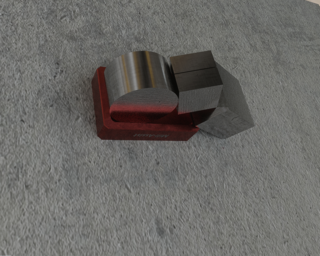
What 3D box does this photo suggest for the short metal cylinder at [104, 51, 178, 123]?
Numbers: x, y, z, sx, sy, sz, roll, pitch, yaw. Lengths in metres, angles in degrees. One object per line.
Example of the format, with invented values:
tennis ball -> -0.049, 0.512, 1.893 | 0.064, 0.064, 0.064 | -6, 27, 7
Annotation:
short metal cylinder -> -0.023, -0.046, 0.369 | 0.081, 0.080, 0.050 | 1, 62, -28

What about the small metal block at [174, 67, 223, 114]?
small metal block -> 0.044, -0.044, 0.372 | 0.050, 0.050, 0.025 | -11, 63, -4

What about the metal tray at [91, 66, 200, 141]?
metal tray -> -0.019, -0.030, 0.410 | 0.131, 0.030, 0.090 | 2, 61, -27

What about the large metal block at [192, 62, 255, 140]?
large metal block -> 0.083, -0.038, 0.438 | 0.080, 0.050, 0.080 | 22, 49, -48

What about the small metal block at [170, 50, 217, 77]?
small metal block -> 0.039, -0.066, 0.383 | 0.050, 0.050, 0.025 | -11, 63, -4
